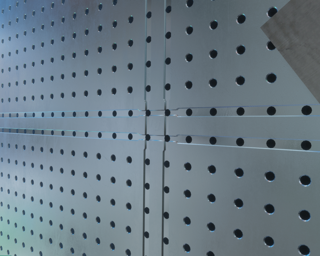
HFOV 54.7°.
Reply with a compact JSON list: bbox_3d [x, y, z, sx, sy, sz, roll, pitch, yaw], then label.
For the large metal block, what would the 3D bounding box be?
[{"bbox_3d":[0.141,-0.063,0.257,0.050,0.081,0.080,-42,65,32],"label":"large metal block"}]
